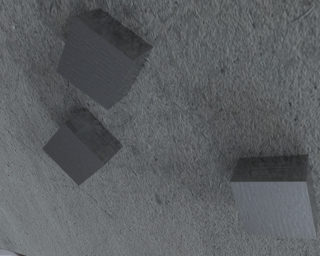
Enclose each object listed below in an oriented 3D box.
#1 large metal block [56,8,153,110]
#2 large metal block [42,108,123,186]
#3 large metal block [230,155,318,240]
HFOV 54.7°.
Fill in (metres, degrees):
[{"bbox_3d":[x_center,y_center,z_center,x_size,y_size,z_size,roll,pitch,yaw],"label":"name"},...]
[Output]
[{"bbox_3d":[-0.068,-0.083,0.375,0.080,0.050,0.080,37,129,3],"label":"large metal block"},{"bbox_3d":[-0.118,0.030,0.471,0.080,0.050,0.080,47,129,-5],"label":"large metal block"},{"bbox_3d":[0.137,0.081,0.368,0.080,0.050,0.080,-6,115,31],"label":"large metal block"}]
